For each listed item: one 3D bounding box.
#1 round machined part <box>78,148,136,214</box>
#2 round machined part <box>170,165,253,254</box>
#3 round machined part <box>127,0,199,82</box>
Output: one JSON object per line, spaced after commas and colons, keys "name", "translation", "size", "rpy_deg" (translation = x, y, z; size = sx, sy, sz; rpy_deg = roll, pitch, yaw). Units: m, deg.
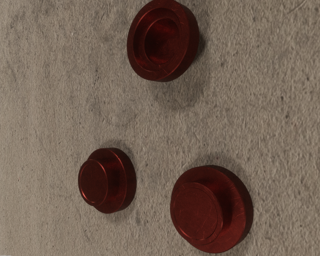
{"name": "round machined part", "translation": [-0.085, 0.079, 0.461], "size": [0.098, 0.042, 0.097], "rpy_deg": [0, 90, 39]}
{"name": "round machined part", "translation": [0.051, 0.093, 0.351], "size": [0.098, 0.042, 0.097], "rpy_deg": [0, 90, 39]}
{"name": "round machined part", "translation": [0.008, -0.106, 0.386], "size": [0.098, 0.042, 0.097], "rpy_deg": [0, 90, 39]}
